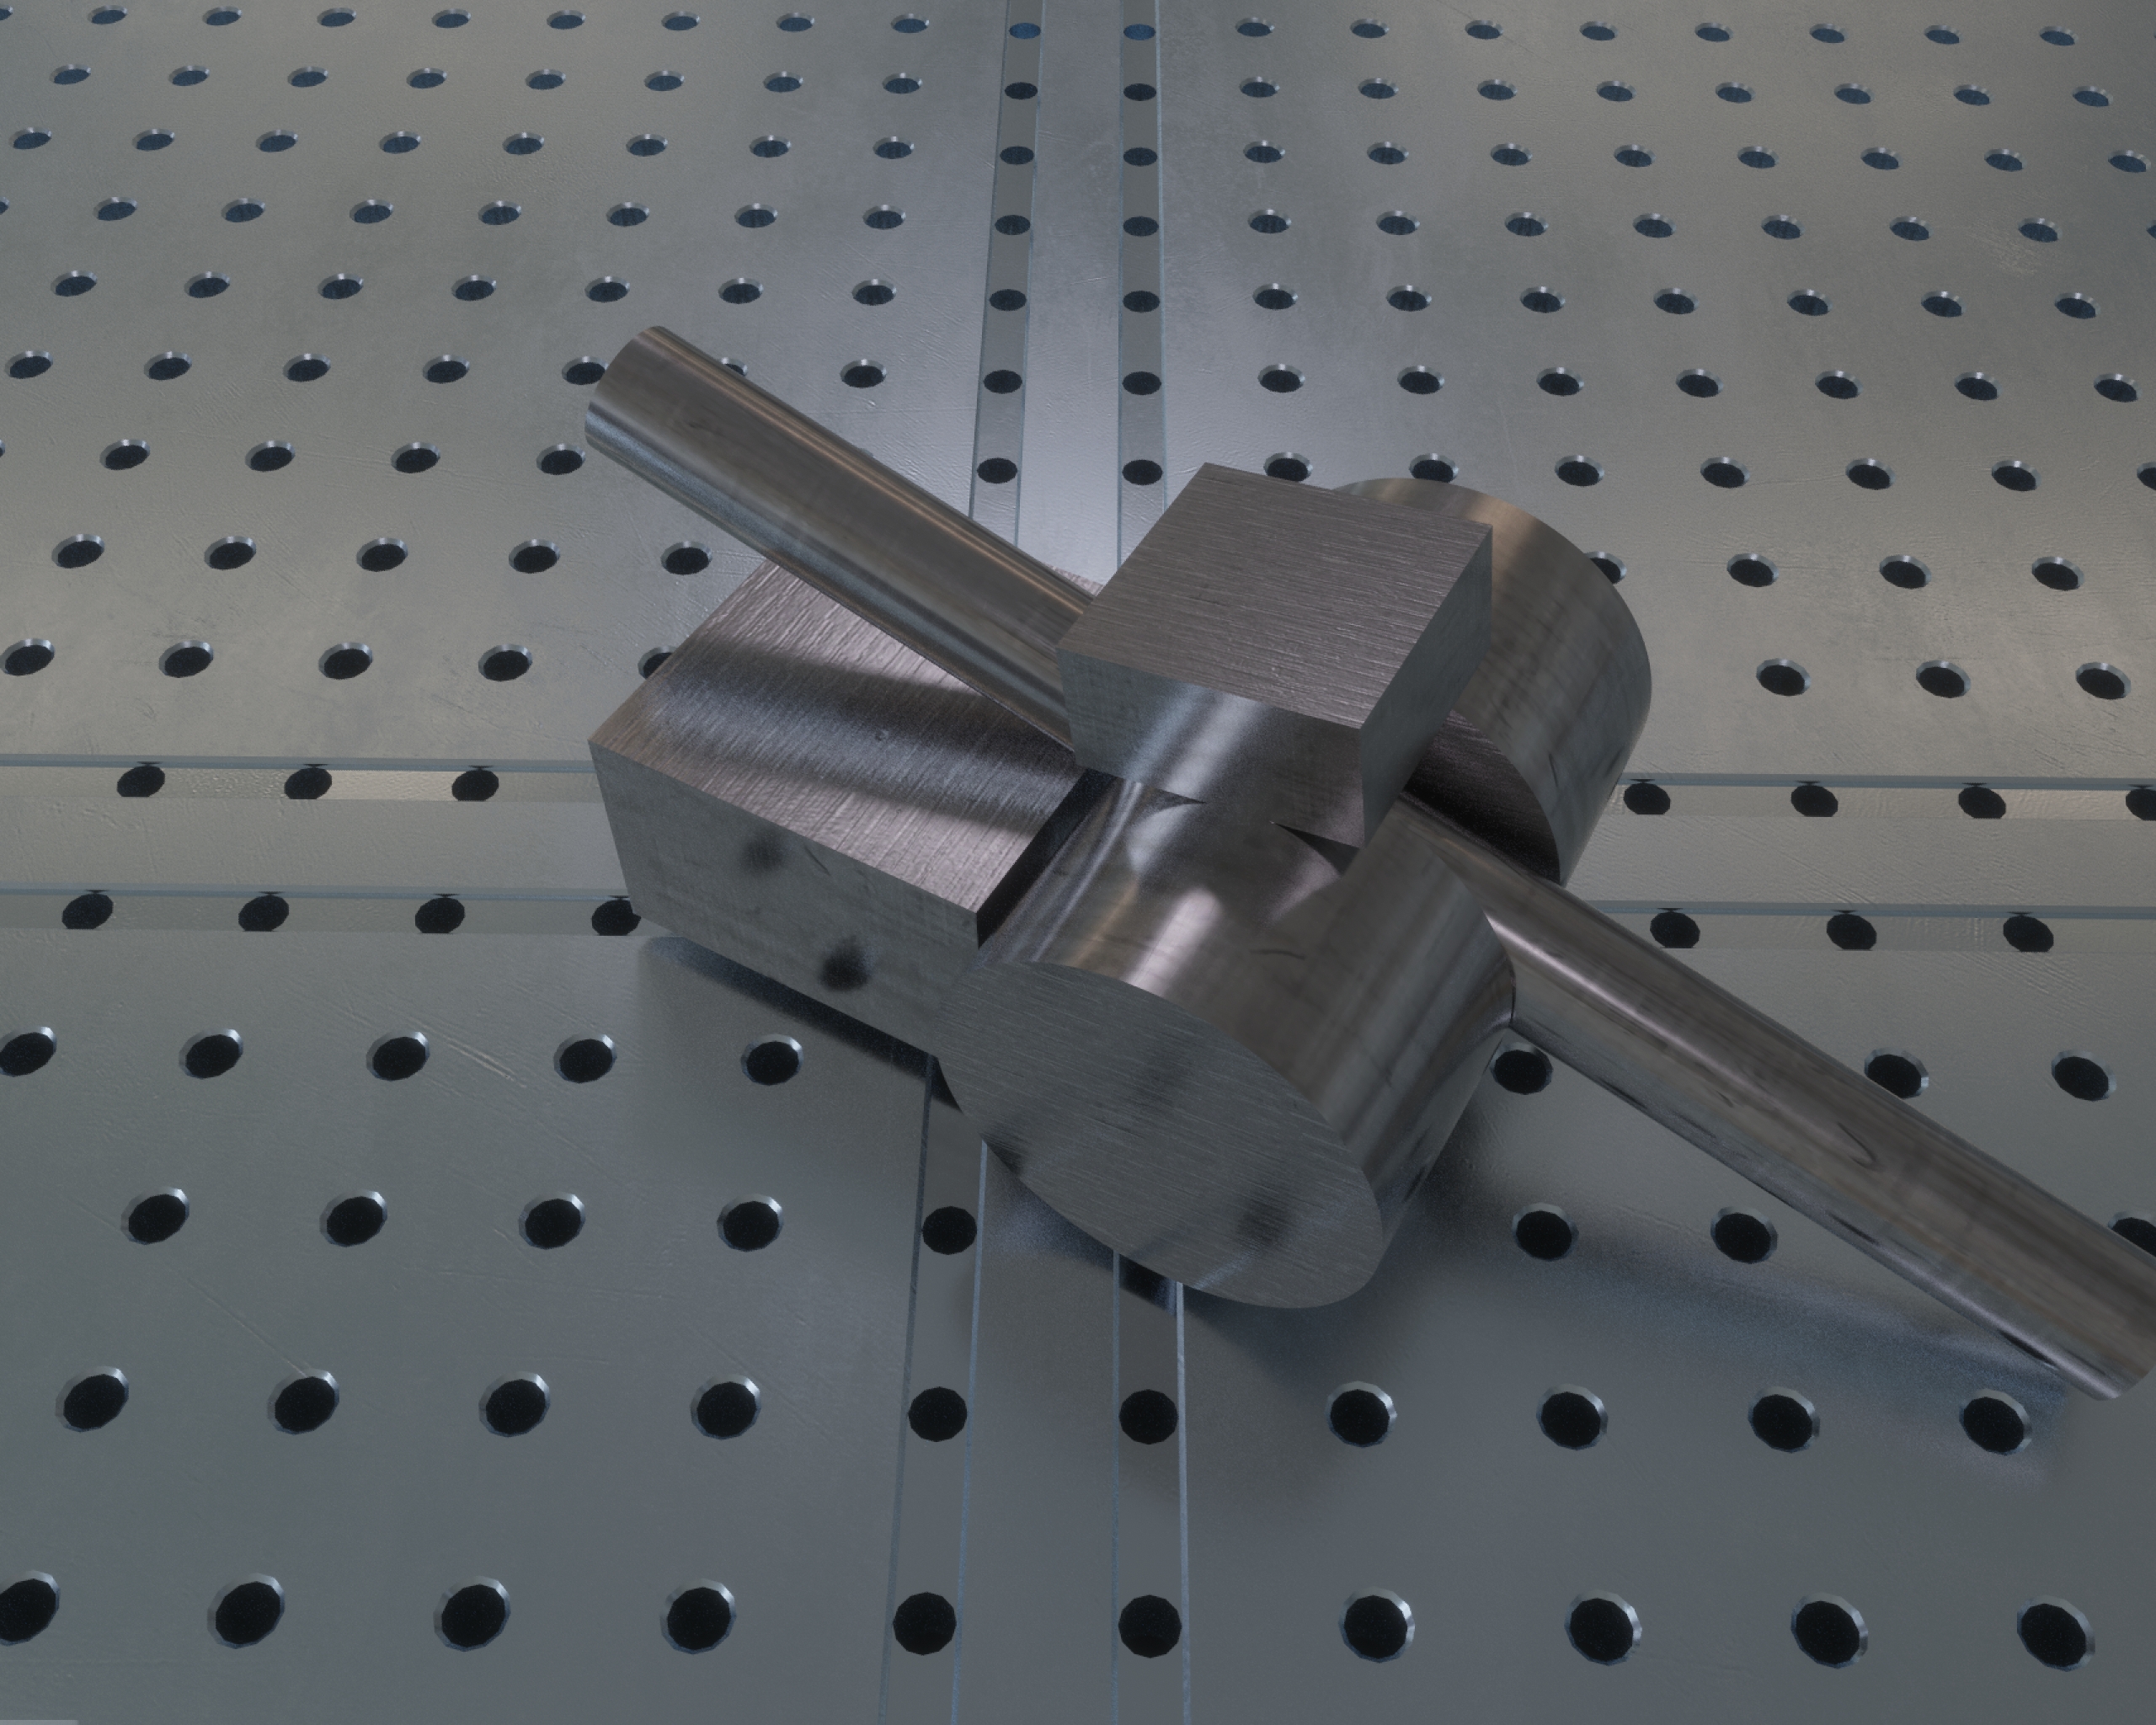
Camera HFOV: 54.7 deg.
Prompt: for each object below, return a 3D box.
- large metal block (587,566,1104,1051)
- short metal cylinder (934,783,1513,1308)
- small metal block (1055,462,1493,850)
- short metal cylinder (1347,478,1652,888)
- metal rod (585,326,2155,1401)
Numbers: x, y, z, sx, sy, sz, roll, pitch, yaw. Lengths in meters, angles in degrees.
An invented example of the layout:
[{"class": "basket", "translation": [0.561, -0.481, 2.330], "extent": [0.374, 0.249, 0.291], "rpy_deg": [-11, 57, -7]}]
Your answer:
[{"class": "large metal block", "translation": [-0.032, -0.018, 0.398], "extent": [0.080, 0.050, 0.080], "rpy_deg": [23, 54, 18]}, {"class": "short metal cylinder", "translation": [0.024, 0.028, 0.344], "extent": [0.080, 0.080, 0.050], "rpy_deg": [24, 54, 18]}, {"class": "small metal block", "translation": [0.032, -0.034, 0.329], "extent": [0.050, 0.025, 0.050], "rpy_deg": [18, 52, 25]}, {"class": "short metal cylinder", "translation": [0.059, -0.024, 0.389], "extent": [0.080, 0.080, 0.050], "rpy_deg": [22, 54, 17]}, {"class": "metal rod", "translation": [0.046, -0.004, 0.355], "extent": [0.301, 0.025, 0.025], "rpy_deg": [33, 56, 6]}]
